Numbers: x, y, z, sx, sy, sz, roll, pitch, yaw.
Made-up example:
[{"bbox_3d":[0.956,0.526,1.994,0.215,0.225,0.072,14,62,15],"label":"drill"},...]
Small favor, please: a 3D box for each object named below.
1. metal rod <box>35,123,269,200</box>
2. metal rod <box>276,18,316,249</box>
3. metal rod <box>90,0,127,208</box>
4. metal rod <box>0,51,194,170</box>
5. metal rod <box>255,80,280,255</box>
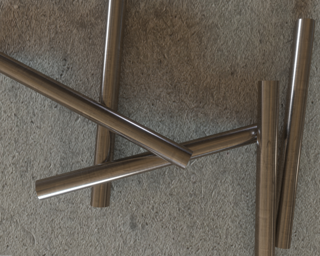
[{"bbox_3d":[-0.001,0.039,0.392,0.302,0.025,0.025,-14,90,-7],"label":"metal rod"},{"bbox_3d":[0.176,0.007,0.411,0.025,0.025,0.298,6,90,0],"label":"metal rod"},{"bbox_3d":[-0.067,-0.047,0.409,0.025,0.025,0.298,5,90,0],"label":"metal rod"},{"bbox_3d":[-0.098,-0.029,0.387,0.301,0.025,0.025,27,90,8],"label":"metal rod"},{"bbox_3d":[0.135,0.091,0.393,0.025,0.025,0.298,-1,97,0],"label":"metal rod"}]
